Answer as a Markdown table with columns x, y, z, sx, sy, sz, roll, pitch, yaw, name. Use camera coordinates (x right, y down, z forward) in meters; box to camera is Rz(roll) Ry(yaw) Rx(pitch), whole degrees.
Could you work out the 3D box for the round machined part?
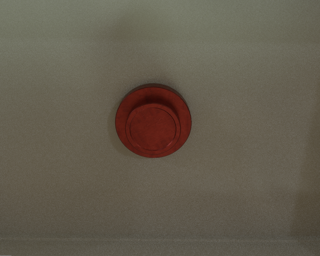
| x | y | z | sx | sy | sz | roll | pitch | yaw | name |
| --- | --- | --- | --- | --- | --- | --- | --- | --- | --- |
| -0.008 | -0.005 | 0.397 | 0.099 | 0.042 | 0.097 | 0 | 110 | 0 | round machined part |
